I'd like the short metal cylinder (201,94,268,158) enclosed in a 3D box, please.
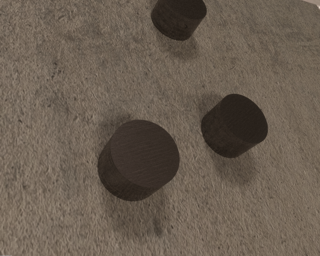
[{"bbox_3d":[0.107,-0.003,0.449,0.081,0.050,0.080,14,56,-21],"label":"short metal cylinder"}]

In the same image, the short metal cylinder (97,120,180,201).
[{"bbox_3d":[-0.025,0.037,0.353,0.081,0.050,0.080,14,56,-21],"label":"short metal cylinder"}]

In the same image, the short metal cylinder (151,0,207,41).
[{"bbox_3d":[0.032,-0.196,0.527,0.081,0.050,0.080,14,56,-21],"label":"short metal cylinder"}]
